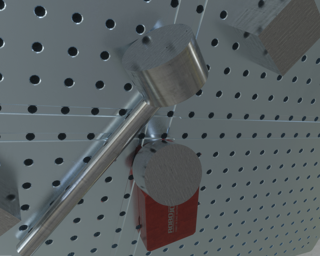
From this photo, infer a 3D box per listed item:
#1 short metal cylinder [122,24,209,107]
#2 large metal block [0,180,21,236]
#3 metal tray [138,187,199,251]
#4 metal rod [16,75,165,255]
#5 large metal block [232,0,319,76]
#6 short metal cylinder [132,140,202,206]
[{"bbox_3d":[0.006,-0.068,0.337,0.080,0.080,0.050,-35,129,-5],"label":"short metal cylinder"},{"bbox_3d":[-0.213,0.089,0.334,0.080,0.050,0.080,-37,129,-3],"label":"large metal block"},{"bbox_3d":[0.014,0.131,0.497,0.091,0.030,0.129,-14,124,-21],"label":"metal tray"},{"bbox_3d":[-0.082,0.050,0.397,0.299,0.025,0.025,-49,129,6],"label":"metal rod"},{"bbox_3d":[0.155,-0.128,0.400,0.080,0.050,0.080,-47,129,5],"label":"large metal block"},{"bbox_3d":[0.009,0.058,0.417,0.081,0.050,0.079,-2,95,-22],"label":"short metal cylinder"}]
